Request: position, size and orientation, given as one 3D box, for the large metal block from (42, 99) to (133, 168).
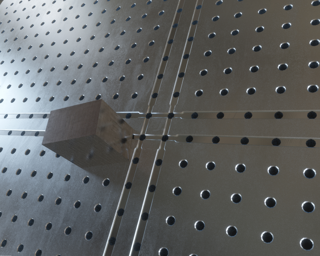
[{"bbox_3d":[-0.092,0.011,0.413,0.080,0.080,0.050,-10,58,22],"label":"large metal block"}]
